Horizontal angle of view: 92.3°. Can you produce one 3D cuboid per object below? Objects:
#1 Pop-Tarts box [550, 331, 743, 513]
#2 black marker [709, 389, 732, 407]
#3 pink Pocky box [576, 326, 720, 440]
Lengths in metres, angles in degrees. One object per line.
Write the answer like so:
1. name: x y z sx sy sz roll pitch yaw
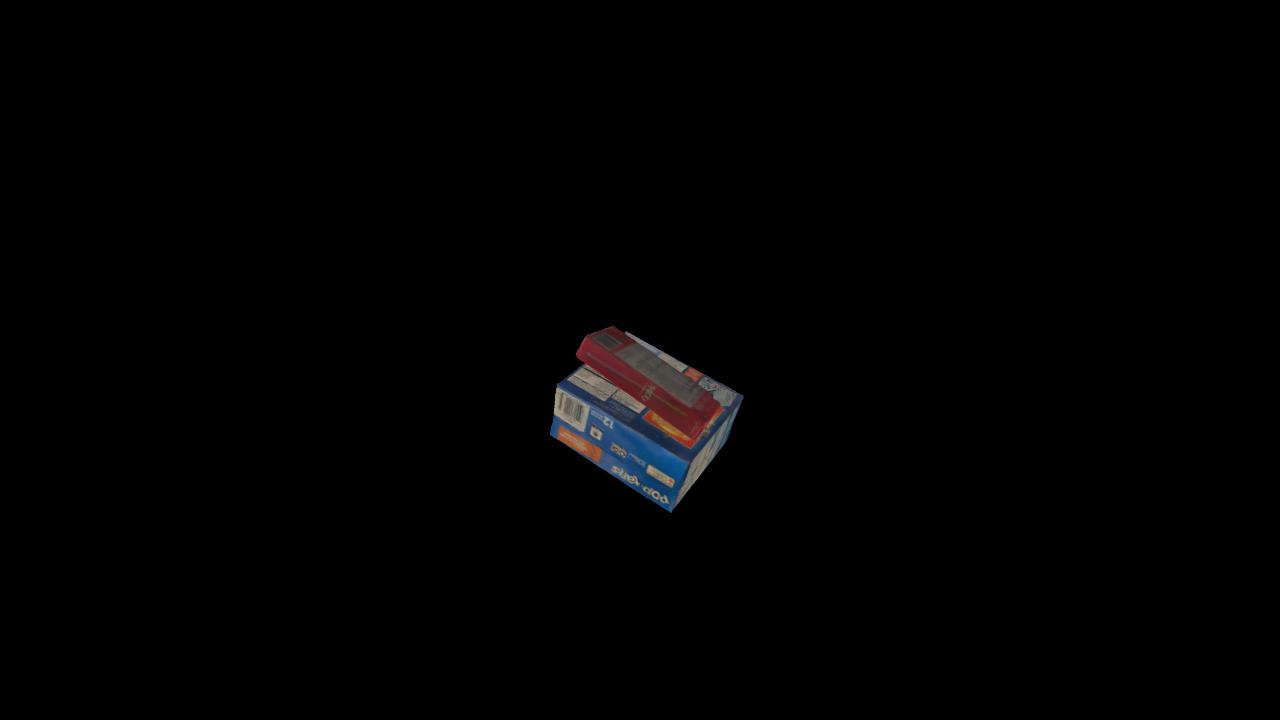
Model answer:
1. Pop-Tarts box: 0.008 0.063 0.700 0.167 0.083 0.141 30 40 17
2. black marker: 0.048 0.047 0.710 0.121 0.020 0.020 -6 -3 33
3. pink Pocky box: 0.012 0.021 0.662 0.155 0.029 0.084 35 19 9
